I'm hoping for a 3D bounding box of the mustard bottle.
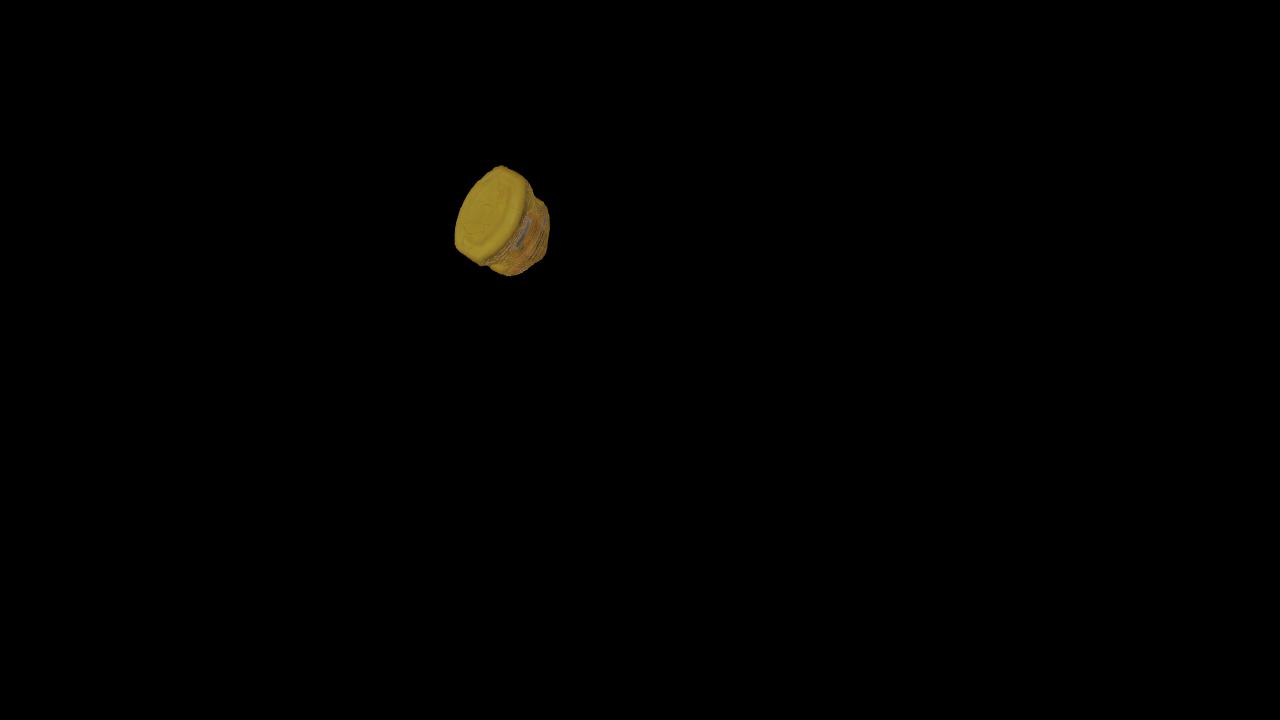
[{"bbox_3d":[-0.130,-0.131,0.639,0.054,0.092,0.184,23,1,3],"label":"mustard bottle"}]
